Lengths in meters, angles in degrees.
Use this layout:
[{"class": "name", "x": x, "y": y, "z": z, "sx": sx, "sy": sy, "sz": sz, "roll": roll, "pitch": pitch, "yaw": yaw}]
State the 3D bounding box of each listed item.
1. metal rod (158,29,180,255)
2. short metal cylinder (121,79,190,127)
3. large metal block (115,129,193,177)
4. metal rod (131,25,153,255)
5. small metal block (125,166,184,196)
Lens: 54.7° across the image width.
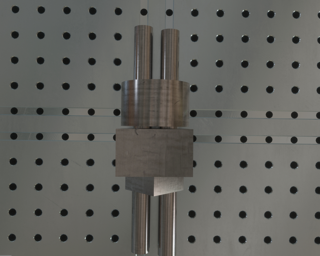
[{"class": "metal rod", "x": 0.012, "y": 0.020, "z": 0.415, "sx": 0.025, "sy": 0.025, "sz": 0.298, "roll": 1, "pitch": 90, "yaw": -1}, {"class": "short metal cylinder", "x": -0.005, "y": -0.027, "z": 0.365, "sx": 0.081, "sy": 0.080, "sz": 0.050, "roll": 1, "pitch": 90, "yaw": -1}, {"class": "large metal block", "x": -0.006, "y": 0.026, "z": 0.361, "sx": 0.081, "sy": 0.080, "sz": 0.050, "roll": 0, "pitch": 90, "yaw": -1}, {"class": "metal rod", "x": -0.024, "y": 0.015, "z": 0.414, "sx": 0.025, "sy": 0.025, "sz": 0.298, "roll": 1, "pitch": 90, "yaw": -1}, {"class": "small metal block", "x": -0.007, "y": 0.063, "z": 0.378, "sx": 0.050, "sy": 0.050, "sz": 0.025, "roll": 1, "pitch": 90, "yaw": -45}]
